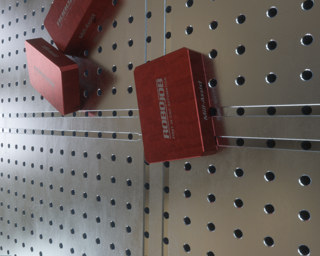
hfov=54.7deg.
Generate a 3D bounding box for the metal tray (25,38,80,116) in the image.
[{"bbox_3d":[-0.187,-0.091,0.537,0.130,0.030,0.089,37,134,33],"label":"metal tray"}]

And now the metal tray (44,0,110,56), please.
[{"bbox_3d":[-0.142,-0.198,0.520,0.129,0.030,0.090,-49,62,28],"label":"metal tray"}]

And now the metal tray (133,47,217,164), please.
[{"bbox_3d":[0.016,-0.025,0.391,0.090,0.030,0.129,-13,82,39],"label":"metal tray"}]
